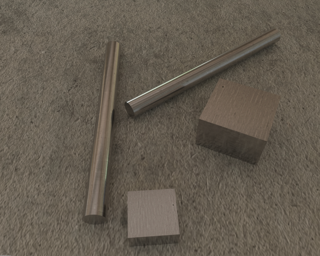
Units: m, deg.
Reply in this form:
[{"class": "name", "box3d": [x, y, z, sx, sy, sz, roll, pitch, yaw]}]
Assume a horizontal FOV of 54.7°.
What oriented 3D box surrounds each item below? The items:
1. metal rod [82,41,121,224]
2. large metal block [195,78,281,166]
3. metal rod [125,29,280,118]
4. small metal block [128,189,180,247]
[{"class": "metal rod", "box3d": [-0.073, -0.019, 0.418, 0.025, 0.025, 0.300, -1, 50, -1]}, {"class": "large metal block", "box3d": [0.099, -0.010, 0.397, 0.080, 0.050, 0.080, 20, 53, 15]}, {"class": "metal rod", "box3d": [0.079, -0.093, 0.482, 0.302, 0.025, 0.025, -30, 56, -23]}, {"class": "small metal block", "box3d": [-0.008, 0.093, 0.325, 0.050, 0.025, 0.050, -3, 50, -3]}]
